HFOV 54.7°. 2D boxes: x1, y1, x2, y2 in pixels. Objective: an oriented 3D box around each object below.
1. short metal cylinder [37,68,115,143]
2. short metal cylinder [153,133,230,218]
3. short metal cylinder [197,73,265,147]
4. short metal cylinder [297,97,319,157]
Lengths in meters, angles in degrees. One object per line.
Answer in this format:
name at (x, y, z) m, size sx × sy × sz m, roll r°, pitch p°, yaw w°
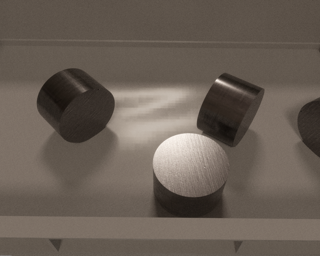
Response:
short metal cylinder at (-0.105, -0.028, 0.392) m, size 0.080 × 0.080 × 0.050 m, roll -36°, pitch 59°, yaw -27°
short metal cylinder at (0.033, 0.052, 0.345) m, size 0.081 × 0.050 × 0.080 m, roll 0°, pitch 50°, yaw 0°
short metal cylinder at (0.089, -0.023, 0.390) m, size 0.050 × 0.080 × 0.080 m, roll 29°, pitch 56°, yaw 21°
short metal cylinder at (0.218, -0.005, 0.376) m, size 0.050 × 0.080 × 0.080 m, roll -24°, pitch 54°, yaw -19°
